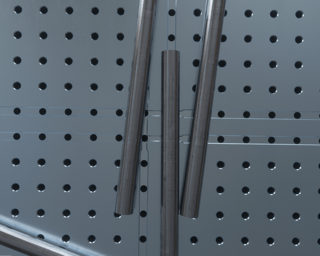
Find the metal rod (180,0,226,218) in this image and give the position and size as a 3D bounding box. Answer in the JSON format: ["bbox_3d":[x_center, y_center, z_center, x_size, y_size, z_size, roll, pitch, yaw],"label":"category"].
[{"bbox_3d":[0.058,-0.032,0.413,0.025,0.025,0.298,7,90,0],"label":"metal rod"}]

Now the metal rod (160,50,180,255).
[{"bbox_3d":[0.013,0.048,0.413,0.025,0.025,0.298,0,90,0],"label":"metal rod"}]

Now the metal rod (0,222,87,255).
[{"bbox_3d":[-0.125,0.174,0.412,0.301,0.025,0.025,22,90,0],"label":"metal rod"}]

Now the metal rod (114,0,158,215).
[{"bbox_3d":[-0.031,-0.036,0.413,0.025,0.025,0.298,7,90,0],"label":"metal rod"}]
